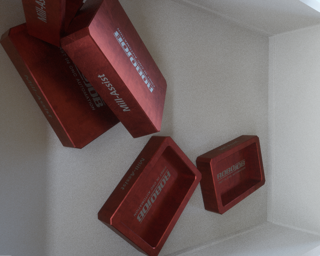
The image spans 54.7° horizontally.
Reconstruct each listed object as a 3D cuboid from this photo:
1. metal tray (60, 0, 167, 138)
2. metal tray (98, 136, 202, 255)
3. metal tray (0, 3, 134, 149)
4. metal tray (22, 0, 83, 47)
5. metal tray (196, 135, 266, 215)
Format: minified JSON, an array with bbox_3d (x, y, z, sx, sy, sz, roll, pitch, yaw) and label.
[{"bbox_3d":[-0.038,-0.063,0.322,0.130,0.030,0.090,55,29,-37],"label":"metal tray"},{"bbox_3d":[-0.007,0.085,0.399,0.090,0.030,0.130,50,60,-29],"label":"metal tray"},{"bbox_3d":[-0.090,-0.054,0.329,0.091,0.030,0.129,-39,114,-33],"label":"metal tray"},{"bbox_3d":[-0.073,-0.131,0.238,0.030,0.130,0.090,22,74,-13],"label":"metal tray"},{"bbox_3d":[0.119,0.071,0.506,0.131,0.030,0.089,-20,103,-39],"label":"metal tray"}]
